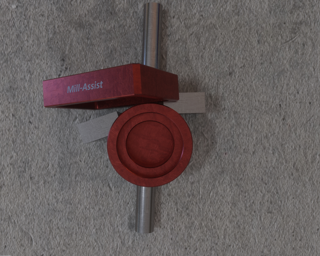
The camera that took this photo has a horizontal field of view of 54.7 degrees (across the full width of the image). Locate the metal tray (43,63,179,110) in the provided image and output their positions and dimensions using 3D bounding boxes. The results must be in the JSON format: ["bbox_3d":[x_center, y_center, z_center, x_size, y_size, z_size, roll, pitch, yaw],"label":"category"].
[{"bbox_3d":[-0.055,-0.042,0.355,0.130,0.090,0.030,-4,89,29],"label":"metal tray"}]

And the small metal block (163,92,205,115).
[{"bbox_3d":[0.029,-0.030,0.399,0.050,0.050,0.025,-2,90,-1],"label":"small metal block"}]

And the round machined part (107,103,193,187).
[{"bbox_3d":[-0.012,0.018,0.375,0.099,0.042,0.097,0,93,-3],"label":"round machined part"}]

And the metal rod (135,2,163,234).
[{"bbox_3d":[-0.015,-0.013,0.411,0.025,0.025,0.298,2,90,-1],"label":"metal rod"}]

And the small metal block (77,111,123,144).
[{"bbox_3d":[-0.072,-0.001,0.398,0.050,0.050,0.025,-19,90,0],"label":"small metal block"}]
